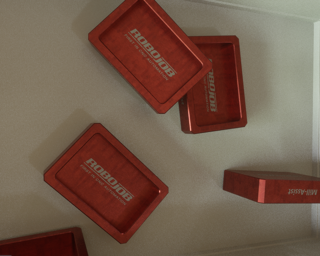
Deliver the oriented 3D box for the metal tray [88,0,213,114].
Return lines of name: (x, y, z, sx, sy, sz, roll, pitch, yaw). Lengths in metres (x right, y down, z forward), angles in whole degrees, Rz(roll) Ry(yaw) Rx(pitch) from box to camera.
metal tray: (-0.011, -0.092, 0.383, 0.090, 0.030, 0.130, -44, 95, -3)

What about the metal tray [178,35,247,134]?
metal tray: (0.071, -0.061, 0.435, 0.091, 0.030, 0.129, -7, 93, -20)

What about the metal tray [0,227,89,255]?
metal tray: (-0.143, 0.147, 0.321, 0.131, 0.090, 0.030, -4, 101, -20)

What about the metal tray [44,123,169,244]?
metal tray: (-0.064, 0.067, 0.384, 0.130, 0.030, 0.090, 45, 76, -15)

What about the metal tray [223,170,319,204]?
metal tray: (0.168, 0.082, 0.440, 0.131, 0.090, 0.030, 5, 89, -20)
